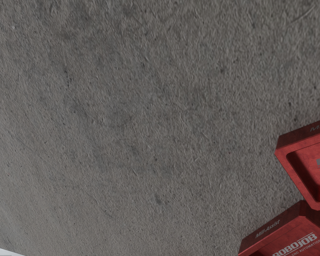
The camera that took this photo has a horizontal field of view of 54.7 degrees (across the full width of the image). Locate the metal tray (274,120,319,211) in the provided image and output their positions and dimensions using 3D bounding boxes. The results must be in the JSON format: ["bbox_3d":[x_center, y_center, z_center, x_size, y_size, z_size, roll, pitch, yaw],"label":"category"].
[{"bbox_3d":[0.199,0.029,0.316,0.130,0.030,0.090,-28,103,37],"label":"metal tray"}]

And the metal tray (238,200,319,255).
[{"bbox_3d":[0.178,0.161,0.409,0.090,0.030,0.129,37,129,3],"label":"metal tray"}]
